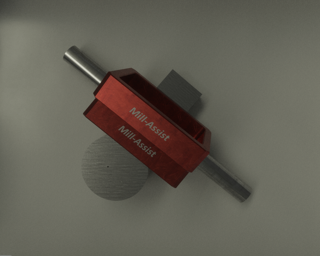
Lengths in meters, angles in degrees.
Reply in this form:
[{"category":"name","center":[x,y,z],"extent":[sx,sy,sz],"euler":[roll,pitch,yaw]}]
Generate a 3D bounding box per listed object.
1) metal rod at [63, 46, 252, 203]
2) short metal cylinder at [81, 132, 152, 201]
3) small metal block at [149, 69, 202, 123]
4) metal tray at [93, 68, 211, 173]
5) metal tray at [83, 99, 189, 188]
[{"category":"metal rod","center":[-0.003,-0.005,0.411],"extent":[0.300,0.025,0.025],"euler":[39,90,-1]},{"category":"short metal cylinder","center":[-0.052,0.045,0.391],"extent":[0.080,0.050,0.079],"euler":[1,97,5]},{"category":"small metal block","center":[0.019,-0.041,0.410],"extent":[0.050,0.025,0.050],"euler":[41,90,-1]},{"category":"metal tray","center":[-0.002,-0.015,0.352],"extent":[0.130,0.090,0.030],"euler":[39,107,-1]},{"category":"metal tray","center":[-0.024,0.014,0.377],"extent":[0.130,0.090,0.030],"euler":[39,90,-1]}]
